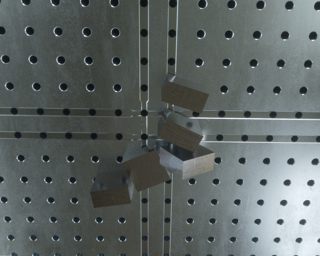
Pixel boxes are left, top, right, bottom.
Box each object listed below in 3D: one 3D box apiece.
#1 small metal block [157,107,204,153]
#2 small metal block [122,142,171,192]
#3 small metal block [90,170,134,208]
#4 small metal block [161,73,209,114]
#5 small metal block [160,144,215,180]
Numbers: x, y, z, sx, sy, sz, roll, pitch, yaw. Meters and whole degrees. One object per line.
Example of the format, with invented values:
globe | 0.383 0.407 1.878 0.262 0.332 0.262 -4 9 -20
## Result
small metal block | 0.025 0.002 0.401 0.050 0.050 0.025 25 108 -9
small metal block | -0.018 0.055 0.433 0.050 0.025 0.050 -22 109 7
small metal block | -0.064 0.083 0.430 0.050 0.050 0.025 -7 110 3
small metal block | 0.029 -0.044 0.384 0.050 0.050 0.025 17 109 -6
small metal block | 0.035 0.040 0.405 0.050 0.050 0.025 -12 114 -32
